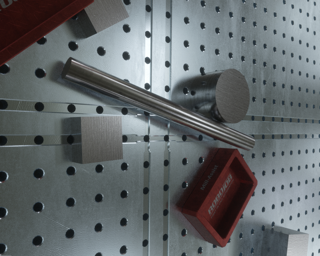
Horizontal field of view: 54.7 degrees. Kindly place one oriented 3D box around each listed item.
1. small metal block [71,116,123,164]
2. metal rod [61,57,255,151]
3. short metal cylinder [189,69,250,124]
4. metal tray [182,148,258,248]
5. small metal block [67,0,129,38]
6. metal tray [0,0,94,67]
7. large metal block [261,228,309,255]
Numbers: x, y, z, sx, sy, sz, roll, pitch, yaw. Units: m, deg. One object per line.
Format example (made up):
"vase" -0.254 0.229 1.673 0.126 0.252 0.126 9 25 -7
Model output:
"small metal block" -0.071 0.012 0.350 0.050 0.025 0.050 -3 92 -40
"metal rod" 0.021 -0.020 0.408 0.302 0.025 0.025 20 77 -33
"short metal cylinder" 0.091 -0.046 0.469 0.081 0.050 0.080 0 90 -40
"metal tray" 0.099 0.106 0.488 0.130 0.030 0.090 -52 121 -27
"small metal block" -0.071 -0.137 0.349 0.050 0.025 0.050 -41 115 -32
"metal tray" -0.136 -0.118 0.274 0.130 0.030 0.090 -44 117 -18
"large metal block" 0.238 0.238 0.593 0.081 0.050 0.080 15 80 -39
